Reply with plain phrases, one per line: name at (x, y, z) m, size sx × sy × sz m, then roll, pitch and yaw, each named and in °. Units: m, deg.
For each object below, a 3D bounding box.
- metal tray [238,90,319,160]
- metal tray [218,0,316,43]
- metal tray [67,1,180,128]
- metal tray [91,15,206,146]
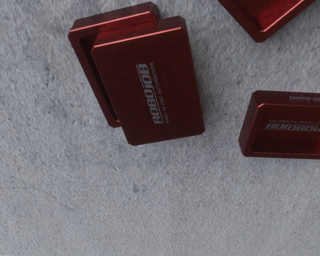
metal tray at (0.178, -0.001, 0.405) m, size 0.131 × 0.030 × 0.089 m, roll 2°, pitch 130°, yaw -3°
metal tray at (0.085, -0.151, 0.276) m, size 0.130 × 0.030 × 0.090 m, roll 36°, pitch 121°, yaw -27°
metal tray at (-0.033, -0.064, 0.348) m, size 0.090 × 0.030 × 0.129 m, roll -11°, pitch 130°, yaw 8°
metal tray at (-0.006, -0.043, 0.328) m, size 0.090 × 0.030 × 0.129 m, roll -10°, pitch 130°, yaw 8°
